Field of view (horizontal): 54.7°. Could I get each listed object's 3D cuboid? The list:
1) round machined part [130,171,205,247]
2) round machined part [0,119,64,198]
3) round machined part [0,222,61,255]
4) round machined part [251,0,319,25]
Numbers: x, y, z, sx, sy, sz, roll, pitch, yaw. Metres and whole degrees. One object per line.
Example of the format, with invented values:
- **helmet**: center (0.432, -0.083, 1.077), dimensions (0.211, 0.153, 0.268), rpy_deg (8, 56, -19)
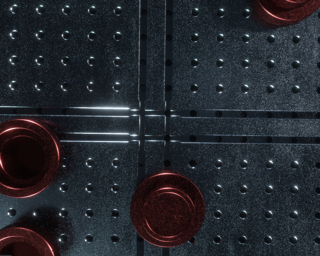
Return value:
- **round machined part**: center (0.010, 0.108, 0.405), dimensions (0.099, 0.042, 0.097), rpy_deg (0, 90, -1)
- **round machined part**: center (-0.174, 0.038, 0.403), dimensions (0.099, 0.042, 0.097), rpy_deg (0, 90, -1)
- **round machined part**: center (-0.178, 0.171, 0.403), dimensions (0.099, 0.042, 0.097), rpy_deg (0, 90, -1)
- **round machined part**: center (0.173, -0.190, 0.407), dimensions (0.099, 0.042, 0.097), rpy_deg (0, 90, -1)
